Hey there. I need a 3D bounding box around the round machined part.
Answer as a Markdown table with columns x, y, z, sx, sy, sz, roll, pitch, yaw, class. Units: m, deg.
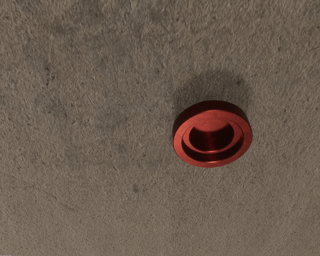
| x | y | z | sx | sy | sz | roll | pitch | yaw | class |
| --- | --- | --- | --- | --- | --- | --- | --- | --- | --- |
| 0.065 | 0.003 | 0.400 | 0.099 | 0.042 | 0.097 | -1 | 130 | 0 | round machined part |
